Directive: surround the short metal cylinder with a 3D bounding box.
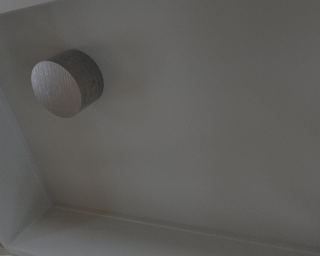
[{"bbox_3d":[-0.125,-0.060,0.421,0.080,0.050,0.079,13,124,21],"label":"short metal cylinder"}]
